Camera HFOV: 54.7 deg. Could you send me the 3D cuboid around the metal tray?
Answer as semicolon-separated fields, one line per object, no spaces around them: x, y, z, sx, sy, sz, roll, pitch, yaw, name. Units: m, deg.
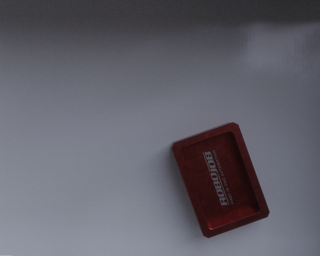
0.078;0.067;0.409;0.090;0.030;0.129;-20;90;-1;metal tray
